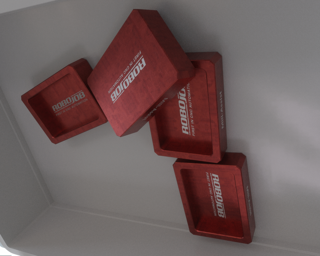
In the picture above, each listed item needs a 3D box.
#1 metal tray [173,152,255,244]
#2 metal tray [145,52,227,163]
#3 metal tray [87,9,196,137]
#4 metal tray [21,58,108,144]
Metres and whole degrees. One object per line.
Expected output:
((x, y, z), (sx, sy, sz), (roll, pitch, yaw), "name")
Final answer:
((0.076, 0.095, 0.423), (0.090, 0.030, 0.129), (0, 119, 28), "metal tray")
((0.030, -0.023, 0.374), (0.090, 0.030, 0.129), (5, 121, 25), "metal tray")
((-0.028, -0.059, 0.359), (0.129, 0.030, 0.090), (-42, 74, 42), "metal tray")
((-0.135, -0.035, 0.455), (0.130, 0.030, 0.090), (-20, 108, 35), "metal tray")
